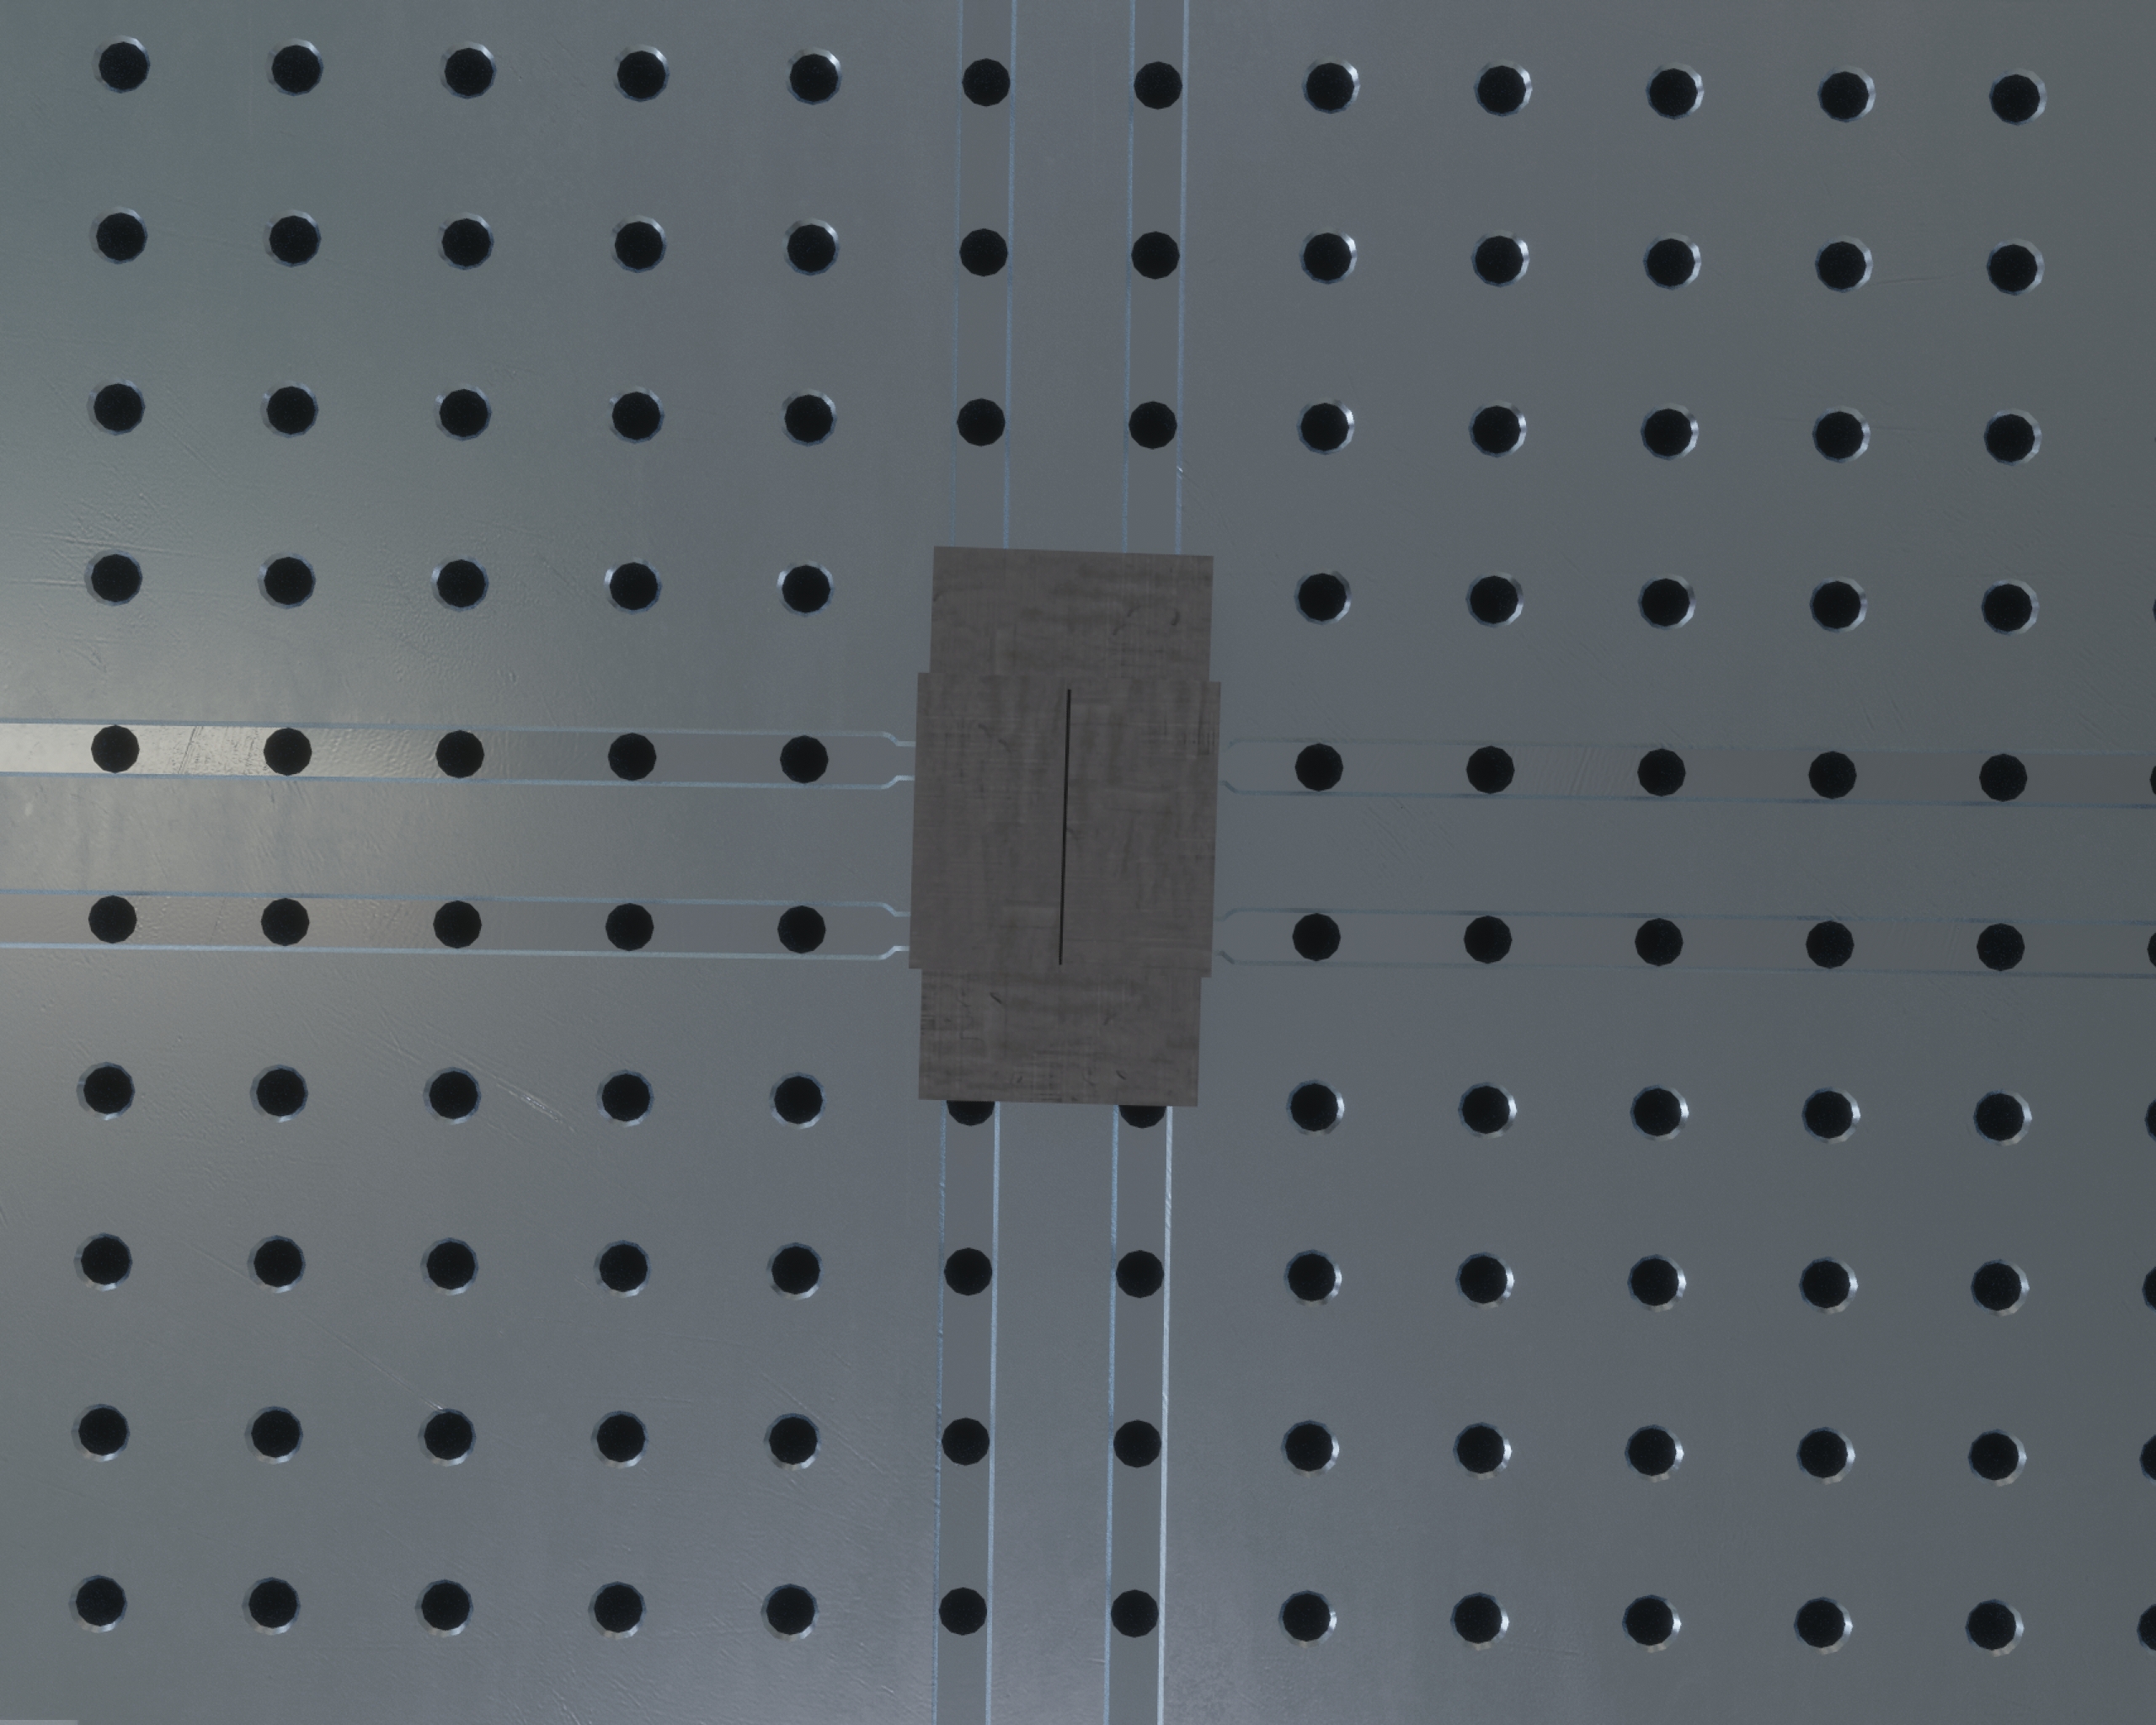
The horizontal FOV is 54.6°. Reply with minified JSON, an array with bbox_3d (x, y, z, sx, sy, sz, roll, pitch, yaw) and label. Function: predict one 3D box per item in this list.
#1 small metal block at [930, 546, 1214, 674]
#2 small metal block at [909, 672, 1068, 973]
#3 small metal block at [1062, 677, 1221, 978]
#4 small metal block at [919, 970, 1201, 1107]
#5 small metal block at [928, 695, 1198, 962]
[{"bbox_3d":[-0.001,-0.044,0.400,0.050,0.050,0.025,2,90,0],"label":"small metal block"},{"bbox_3d":[-0.015,-0.007,0.375,0.025,0.050,0.050,2,90,0],"label":"small metal block"},{"bbox_3d":[0.011,-0.006,0.376,0.025,0.050,0.050,2,90,1],"label":"small metal block"},{"bbox_3d":[-0.003,0.031,0.400,0.050,0.050,0.025,2,90,0],"label":"small metal block"},{"bbox_3d":[-0.003,-0.007,0.413,0.050,0.025,0.050,2,90,1],"label":"small metal block"}]
